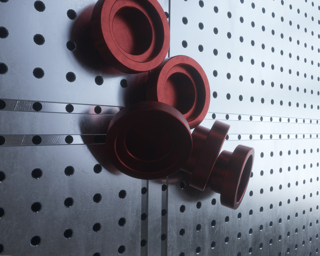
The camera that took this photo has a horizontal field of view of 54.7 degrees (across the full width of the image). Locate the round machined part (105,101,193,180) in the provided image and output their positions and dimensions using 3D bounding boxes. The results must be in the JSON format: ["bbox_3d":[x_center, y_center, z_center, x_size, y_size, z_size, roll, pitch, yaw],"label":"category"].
[{"bbox_3d":[-0.013,0.011,0.366,0.098,0.098,0.042,53,16,-27],"label":"round machined part"}]

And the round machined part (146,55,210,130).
[{"bbox_3d":[0.020,-0.045,0.416,0.099,0.042,0.097,0,90,-40],"label":"round machined part"}]

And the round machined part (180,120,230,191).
[{"bbox_3d":[0.059,0.034,0.428,0.098,0.042,0.098,21,91,-78],"label":"round machined part"}]

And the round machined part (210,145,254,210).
[{"bbox_3d":[0.110,0.072,0.477,0.099,0.042,0.097,-40,138,-49],"label":"round machined part"}]

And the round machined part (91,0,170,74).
[{"bbox_3d":[-0.038,-0.113,0.367,0.099,0.042,0.097,0,90,-40],"label":"round machined part"}]
